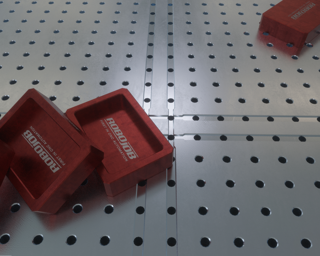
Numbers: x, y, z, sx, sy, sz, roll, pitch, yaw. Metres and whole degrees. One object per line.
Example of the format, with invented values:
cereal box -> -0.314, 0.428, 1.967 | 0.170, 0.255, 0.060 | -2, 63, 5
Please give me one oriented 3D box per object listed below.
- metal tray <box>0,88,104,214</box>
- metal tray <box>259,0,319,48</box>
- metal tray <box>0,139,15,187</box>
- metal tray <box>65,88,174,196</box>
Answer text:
metal tray -> -0.138, 0.023, 0.360 | 0.130, 0.030, 0.090 | 39, 86, 28
metal tray -> 0.261, -0.207, 0.580 | 0.131, 0.030, 0.090 | -37, 59, -27
metal tray -> -0.237, 0.052, 0.336 | 0.130, 0.030, 0.090 | 4, 61, 14
metal tray -> -0.053, 0.011, 0.394 | 0.091, 0.030, 0.130 | -25, 54, -20
